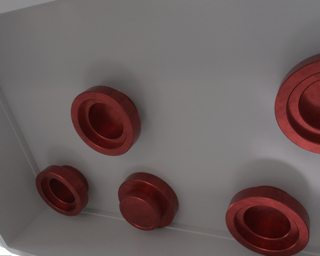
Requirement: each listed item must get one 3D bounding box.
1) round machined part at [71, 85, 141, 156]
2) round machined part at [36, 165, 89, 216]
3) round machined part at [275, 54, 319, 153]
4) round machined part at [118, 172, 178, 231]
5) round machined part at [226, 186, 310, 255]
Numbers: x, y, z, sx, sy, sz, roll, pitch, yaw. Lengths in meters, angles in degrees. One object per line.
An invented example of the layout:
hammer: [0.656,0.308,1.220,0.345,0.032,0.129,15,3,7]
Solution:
round machined part: [-0.069,-0.013,0.426,0.098,0.042,0.097,13,124,21]
round machined part: [-0.168,0.106,0.552,0.098,0.042,0.097,13,124,21]
round machined part: [0.164,-0.026,0.295,0.098,0.042,0.097,13,124,21]
round machined part: [-0.024,0.121,0.485,0.098,0.042,0.097,13,124,21]
round machined part: [0.138,0.113,0.395,0.098,0.042,0.097,13,124,21]
